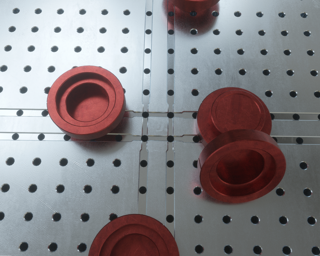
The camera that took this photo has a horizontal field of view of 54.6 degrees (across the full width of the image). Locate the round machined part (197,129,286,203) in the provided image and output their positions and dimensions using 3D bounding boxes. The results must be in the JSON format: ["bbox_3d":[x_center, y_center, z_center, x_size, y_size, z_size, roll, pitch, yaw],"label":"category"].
[{"bbox_3d":[0.093,0.040,0.369,0.099,0.097,0.042,-3,35,-1],"label":"round machined part"}]

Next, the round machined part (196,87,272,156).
[{"bbox_3d":[0.098,-0.011,0.407,0.099,0.042,0.098,0,70,0],"label":"round machined part"}]

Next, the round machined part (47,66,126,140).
[{"bbox_3d":[-0.095,-0.030,0.413,0.099,0.042,0.098,0,70,0],"label":"round machined part"}]

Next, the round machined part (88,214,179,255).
[{"bbox_3d":[-0.028,0.148,0.348,0.099,0.042,0.098,0,70,0],"label":"round machined part"}]

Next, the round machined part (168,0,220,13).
[{"bbox_3d":[0.052,-0.222,0.484,0.099,0.042,0.098,0,70,0],"label":"round machined part"}]
